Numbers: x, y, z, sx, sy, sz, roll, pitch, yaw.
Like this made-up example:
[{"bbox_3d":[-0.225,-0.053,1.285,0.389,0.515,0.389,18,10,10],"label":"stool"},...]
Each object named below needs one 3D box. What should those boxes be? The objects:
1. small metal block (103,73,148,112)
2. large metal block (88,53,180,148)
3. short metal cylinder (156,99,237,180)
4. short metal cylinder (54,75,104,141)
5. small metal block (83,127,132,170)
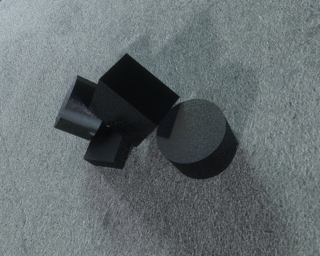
[{"bbox_3d":[-0.050,-0.052,0.462,0.050,0.025,0.050,-1,61,27],"label":"small metal block"},{"bbox_3d":[-0.035,-0.030,0.382,0.080,0.080,0.050,39,60,-3],"label":"large metal block"},{"bbox_3d":[0.043,0.013,0.358,0.080,0.050,0.080,-13,56,20],"label":"short metal cylinder"},{"bbox_3d":[-0.110,-0.028,0.439,0.080,0.050,0.080,-49,27,37],"label":"short metal cylinder"},{"bbox_3d":[-0.069,0.026,0.423,0.050,0.025,0.050,3,63,29],"label":"small metal block"}]
